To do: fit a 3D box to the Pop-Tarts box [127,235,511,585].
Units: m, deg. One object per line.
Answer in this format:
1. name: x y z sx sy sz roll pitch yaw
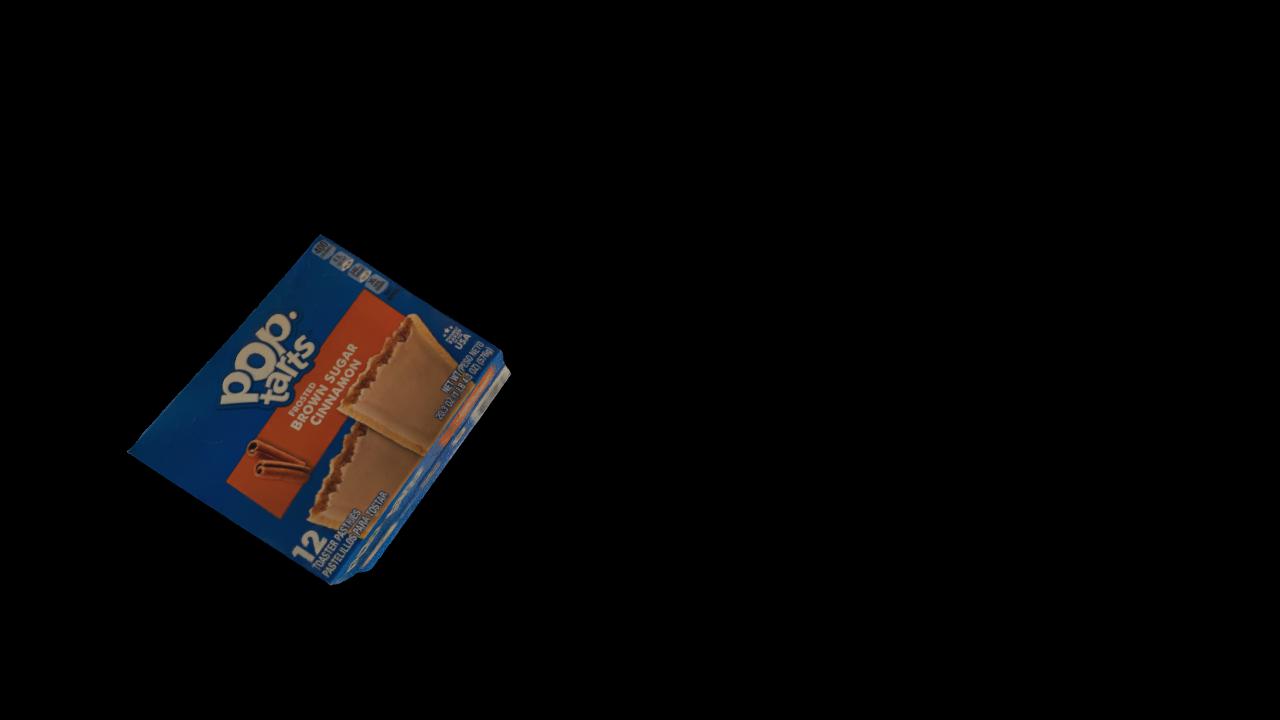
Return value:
1. Pop-Tarts box: -0.192 0.031 0.402 0.141 0.167 0.083 33 -16 1
